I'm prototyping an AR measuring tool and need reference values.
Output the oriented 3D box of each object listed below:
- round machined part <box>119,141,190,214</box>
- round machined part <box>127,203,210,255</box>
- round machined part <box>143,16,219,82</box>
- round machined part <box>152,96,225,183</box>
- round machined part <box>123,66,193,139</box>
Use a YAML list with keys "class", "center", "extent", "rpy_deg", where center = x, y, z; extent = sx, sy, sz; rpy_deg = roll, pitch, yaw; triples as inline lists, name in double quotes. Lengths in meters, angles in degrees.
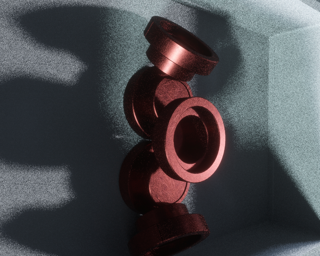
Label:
- class: "round machined part"
  center: [0.001, 0.065, 0.395]
  extent: [0.099, 0.042, 0.097]
  rpy_deg: [0, 90, -40]
- class: "round machined part"
  center: [0.008, 0.126, 0.379]
  extent: [0.099, 0.098, 0.042]
  rpy_deg: [8, 47, -40]
- class: "round machined part"
  center: [0.022, -0.095, 0.390]
  extent: [0.099, 0.098, 0.042]
  rpy_deg: [9, 127, -40]
- class: "round machined part"
  center: [0.029, 0.013, 0.364]
  extent: [0.099, 0.042, 0.097]
  rpy_deg: [0, 90, -40]
- class: "round machined part"
  center: [0.005, -0.032, 0.399]
  extent: [0.099, 0.042, 0.097]
  rpy_deg: [0, 90, -40]
